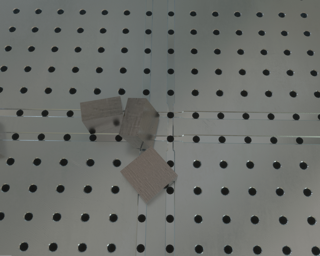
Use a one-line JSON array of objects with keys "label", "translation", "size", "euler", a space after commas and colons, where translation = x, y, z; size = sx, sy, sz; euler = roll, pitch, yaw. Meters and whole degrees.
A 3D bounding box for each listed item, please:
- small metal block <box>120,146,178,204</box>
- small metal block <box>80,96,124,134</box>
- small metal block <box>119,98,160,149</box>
[{"label": "small metal block", "translation": [-0.013, 0.060, 0.390], "size": [0.050, 0.025, 0.050], "euler": [-39, 75, -13]}, {"label": "small metal block", "translation": [-0.072, -0.016, 0.404], "size": [0.050, 0.050, 0.025], "euler": [-10, 71, -4]}, {"label": "small metal block", "translation": [-0.025, -0.005, 0.397], "size": [0.025, 0.050, 0.050], "euler": [3, 69, 22]}]
